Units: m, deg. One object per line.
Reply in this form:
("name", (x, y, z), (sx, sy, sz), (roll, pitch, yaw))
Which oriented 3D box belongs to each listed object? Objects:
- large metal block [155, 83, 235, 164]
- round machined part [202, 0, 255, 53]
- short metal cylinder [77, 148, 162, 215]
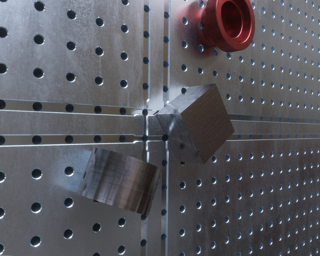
("large metal block", (0.051, -0.007, 0.438), (0.080, 0.050, 0.080), (-40, 115, -33))
("round machined part", (0.104, -0.168, 0.488), (0.099, 0.042, 0.097), (0, 90, -40))
("short metal cylinder", (-0.043, 0.059, 0.339), (0.080, 0.080, 0.050), (28, 73, -37))
